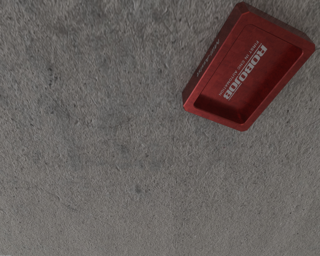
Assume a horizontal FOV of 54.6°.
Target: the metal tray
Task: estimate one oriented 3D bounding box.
[{"bbox_3d":[0.093,-0.062,0.351,0.090,0.030,0.129,19,128,-16],"label":"metal tray"}]
